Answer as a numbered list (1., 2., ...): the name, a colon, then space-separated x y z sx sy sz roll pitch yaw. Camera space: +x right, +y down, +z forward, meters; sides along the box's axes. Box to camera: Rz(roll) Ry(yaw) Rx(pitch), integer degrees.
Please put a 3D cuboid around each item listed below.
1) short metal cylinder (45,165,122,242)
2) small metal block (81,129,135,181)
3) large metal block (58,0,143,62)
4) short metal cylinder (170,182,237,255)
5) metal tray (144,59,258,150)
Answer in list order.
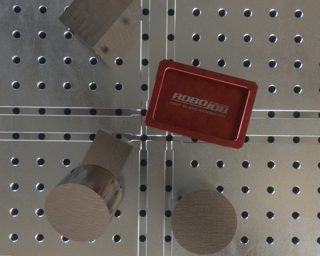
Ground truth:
1. short metal cylinder: -0.094 0.093 0.388 0.080 0.050 0.079 3 109 8
2. small metal block: -0.068 0.035 0.413 0.050 0.025 0.050 28 90 0
3. large metal block: -0.068 -0.136 0.385 0.050 0.080 0.080 40 90 0
4. short metal cylinder: 0.054 0.114 0.401 0.081 0.050 0.079 0 90 0
5. metal tray: 0.053 -0.030 0.411 0.131 0.030 0.090 14 90 0
